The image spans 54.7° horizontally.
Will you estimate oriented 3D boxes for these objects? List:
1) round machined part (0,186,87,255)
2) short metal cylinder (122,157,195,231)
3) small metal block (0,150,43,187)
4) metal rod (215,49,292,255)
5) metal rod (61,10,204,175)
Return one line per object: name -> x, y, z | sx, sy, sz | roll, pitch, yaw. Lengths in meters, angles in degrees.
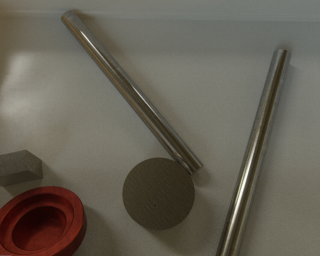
round machined part -> -0.130, 0.115, 0.342 | 0.099, 0.042, 0.098 | -1, 38, 1
short metal cylinder -> -0.002, 0.080, 0.367 | 0.081, 0.050, 0.080 | 0, 70, 0
small metal block -> -0.177, 0.050, 0.376 | 0.050, 0.050, 0.025 | -12, 71, -5
metal rod -> 0.126, 0.025, 0.402 | 0.025, 0.025, 0.300 | 19, 71, 6
metal rod -> -0.046, -0.057, 0.429 | 0.025, 0.025, 0.300 | -36, 74, -12
